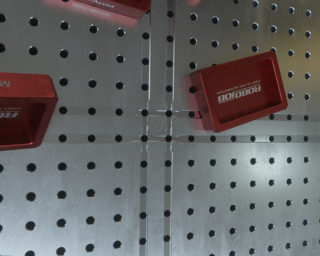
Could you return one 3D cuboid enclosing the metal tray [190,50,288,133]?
[{"bbox_3d":[0.118,-0.054,0.452,0.131,0.030,0.090,-18,96,-19],"label":"metal tray"}]

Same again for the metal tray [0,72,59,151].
[{"bbox_3d":[-0.175,-0.012,0.294,0.131,0.090,0.030,-4,56,-38],"label":"metal tray"}]

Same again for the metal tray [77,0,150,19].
[{"bbox_3d":[-0.072,-0.200,0.382,0.131,0.030,0.090,10,87,-20],"label":"metal tray"}]
